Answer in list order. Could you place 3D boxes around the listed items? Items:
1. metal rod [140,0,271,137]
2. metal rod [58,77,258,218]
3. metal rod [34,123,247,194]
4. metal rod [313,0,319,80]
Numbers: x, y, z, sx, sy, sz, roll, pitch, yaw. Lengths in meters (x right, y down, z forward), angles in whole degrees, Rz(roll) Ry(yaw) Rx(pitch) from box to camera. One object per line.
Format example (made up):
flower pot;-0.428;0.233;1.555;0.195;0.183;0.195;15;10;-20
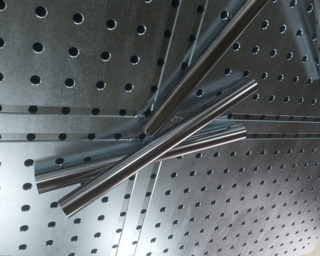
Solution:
metal rod;0.080;-0.110;0.385;0.025;0.025;0.299;35;99;-39
metal rod;0.009;0.016;0.403;0.301;0.025;0.025;-33;129;-16
metal rod;-0.011;0.036;0.426;0.302;0.025;0.025;-13;124;-22
metal rod;0.215;-0.161;0.405;0.025;0.025;0.300;-40;136;-1
